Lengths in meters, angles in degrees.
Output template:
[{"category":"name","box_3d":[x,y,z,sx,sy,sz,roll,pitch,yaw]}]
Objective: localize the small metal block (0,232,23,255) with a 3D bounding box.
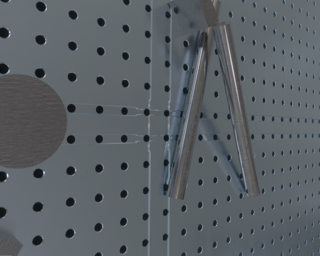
[{"category":"small metal block","box_3d":[-0.161,0.116,0.274,0.050,0.025,0.050,40,66,-33]}]

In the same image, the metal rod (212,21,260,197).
[{"category":"metal rod","box_3d":[0.124,-0.013,0.482,0.025,0.025,0.298,-37,122,-34]}]

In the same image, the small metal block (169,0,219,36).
[{"category":"small metal block","box_3d":[0.047,-0.162,0.432,0.025,0.050,0.050,-39,114,-33]}]

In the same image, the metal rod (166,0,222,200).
[{"category":"metal rod","box_3d":[0.052,-0.047,0.452,0.025,0.025,0.299,20,77,-38]}]

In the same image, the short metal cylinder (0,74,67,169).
[{"category":"short metal cylinder","box_3d":[-0.133,-0.006,0.281,0.081,0.050,0.079,0,90,-40]}]
